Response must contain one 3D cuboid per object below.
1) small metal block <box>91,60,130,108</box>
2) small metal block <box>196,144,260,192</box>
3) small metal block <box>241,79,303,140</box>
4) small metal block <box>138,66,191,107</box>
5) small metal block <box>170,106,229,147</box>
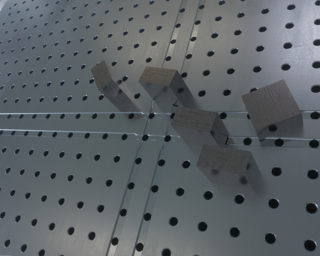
[{"bbox_3d":[-0.076,-0.067,0.474,0.025,0.050,0.050,-32,52,7],"label":"small metal block"},{"bbox_3d":[0.073,0.043,0.328,0.050,0.050,0.025,8,66,31],"label":"small metal block"},{"bbox_3d":[0.127,-0.021,0.355,0.050,0.025,0.050,-22,54,15],"label":"small metal block"},{"bbox_3d":[0.007,-0.057,0.424,0.050,0.050,0.025,14,69,34],"label":"small metal block"},{"bbox_3d":[0.048,0.001,0.367,0.050,0.050,0.025,12,68,33],"label":"small metal block"}]
